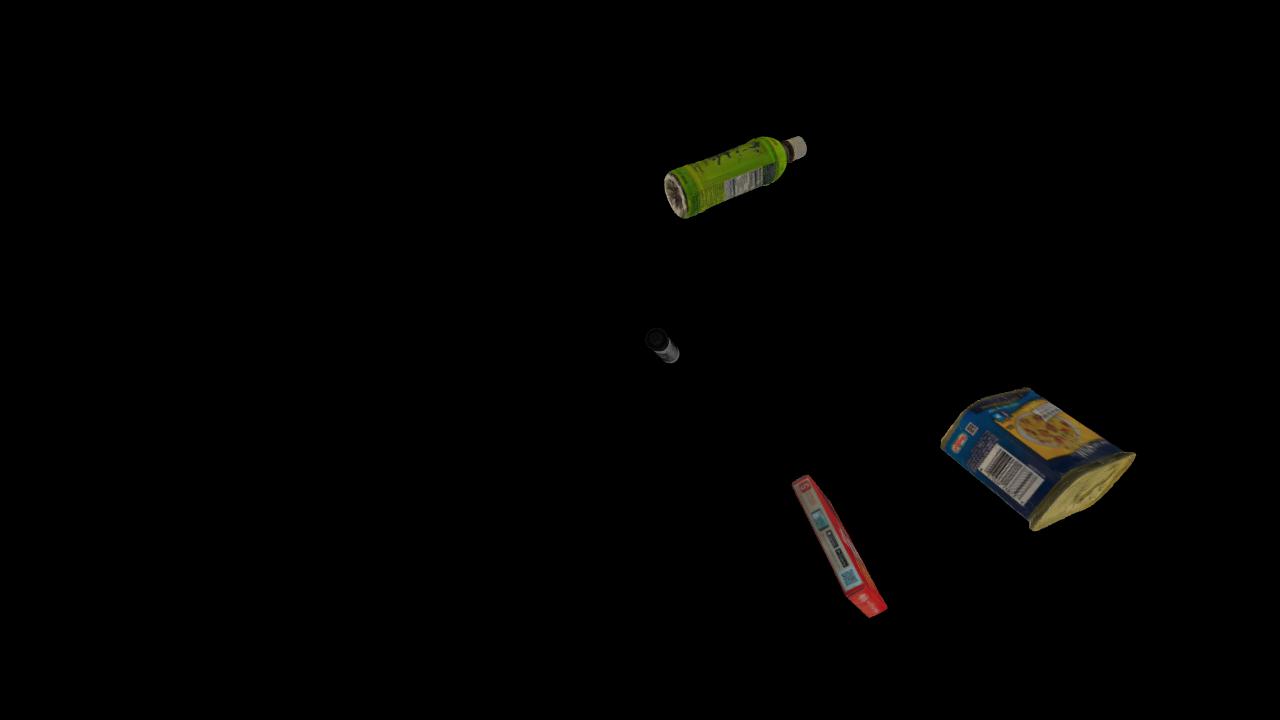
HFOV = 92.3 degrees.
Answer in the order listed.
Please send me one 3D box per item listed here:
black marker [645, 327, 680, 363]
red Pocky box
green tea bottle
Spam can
[{"bbox_3d":[0.021,-0.012,0.551,0.020,0.020,0.121,0,-6,8],"label":"black marker"},{"bbox_3d":[0.234,0.217,0.727,0.028,0.155,0.083,-32,-48,13],"label":"red Pocky box"},{"bbox_3d":[0.141,-0.267,0.872,0.212,0.073,0.073,-23,6,-13],"label":"green tea bottle"},{"bbox_3d":[0.293,0.069,0.459,0.101,0.058,0.085,-7,39,-31],"label":"Spam can"}]
